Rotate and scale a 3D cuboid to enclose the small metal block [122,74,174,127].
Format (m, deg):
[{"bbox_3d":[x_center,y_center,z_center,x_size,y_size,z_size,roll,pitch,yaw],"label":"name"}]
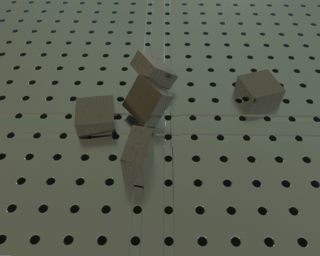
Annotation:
[{"bbox_3d":[-0.017,-0.037,0.419,0.050,0.050,0.025,44,24,29],"label":"small metal block"}]

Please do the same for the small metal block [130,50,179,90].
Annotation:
[{"bbox_3d":[-0.009,-0.086,0.462,0.050,0.025,0.050,10,33,-47],"label":"small metal block"}]

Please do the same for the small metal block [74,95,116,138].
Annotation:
[{"bbox_3d":[-0.087,-0.016,0.420,0.050,0.025,0.050,-5,50,-5],"label":"small metal block"}]

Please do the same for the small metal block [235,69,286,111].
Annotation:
[{"bbox_3d":[0.147,-0.057,0.458,0.050,0.025,0.050,-14,52,-12],"label":"small metal block"}]

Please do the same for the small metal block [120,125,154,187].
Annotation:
[{"bbox_3d":[-0.025,0.033,0.364,0.025,0.050,0.050,10,51,8],"label":"small metal block"}]
